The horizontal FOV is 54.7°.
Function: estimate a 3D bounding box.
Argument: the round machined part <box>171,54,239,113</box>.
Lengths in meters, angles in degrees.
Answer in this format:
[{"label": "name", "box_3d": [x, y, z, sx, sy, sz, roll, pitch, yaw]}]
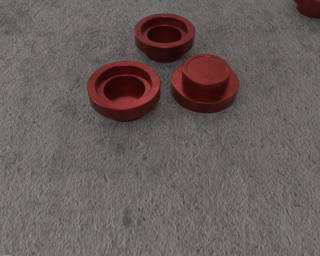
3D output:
[{"label": "round machined part", "box_3d": [0.066, -0.071, 0.452, 0.099, 0.042, 0.098, 0, 50, 0]}]

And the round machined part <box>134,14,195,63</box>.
[{"label": "round machined part", "box_3d": [0.008, -0.146, 0.514, 0.099, 0.042, 0.098, 0, 50, 0]}]

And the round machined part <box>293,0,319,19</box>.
[{"label": "round machined part", "box_3d": [0.308, -0.249, 0.604, 0.099, 0.042, 0.098, 0, 50, 0]}]

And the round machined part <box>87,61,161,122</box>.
[{"label": "round machined part", "box_3d": [-0.048, -0.047, 0.431, 0.099, 0.042, 0.098, 0, 50, 0]}]
